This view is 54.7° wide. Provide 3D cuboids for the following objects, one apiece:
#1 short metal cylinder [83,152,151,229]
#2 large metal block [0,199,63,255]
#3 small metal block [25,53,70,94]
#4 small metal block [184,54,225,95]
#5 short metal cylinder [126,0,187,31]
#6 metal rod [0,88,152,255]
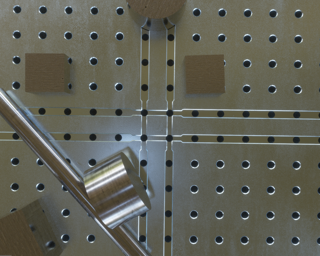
[{"bbox_3d":[-0.052,0.077,0.385,0.050,0.080,0.080,-28,90,0],"label":"short metal cylinder"},{"bbox_3d":[-0.187,0.151,0.399,0.080,0.050,0.080,-26,90,0],"label":"large metal block"},{"bbox_3d":[-0.149,-0.072,0.412,0.050,0.025,0.050,0,90,0],"label":"small metal block"},{"bbox_3d":[0.059,-0.070,0.414,0.050,0.025,0.050,-2,90,0],"label":"small metal block"},{"bbox_3d":[-0.005,-0.173,0.401,0.081,0.050,0.080,0,90,0],"label":"short metal cylinder"},{"bbox_3d":[-0.120,0.067,0.412,0.025,0.025,0.300,-42,90,0],"label":"metal rod"}]
